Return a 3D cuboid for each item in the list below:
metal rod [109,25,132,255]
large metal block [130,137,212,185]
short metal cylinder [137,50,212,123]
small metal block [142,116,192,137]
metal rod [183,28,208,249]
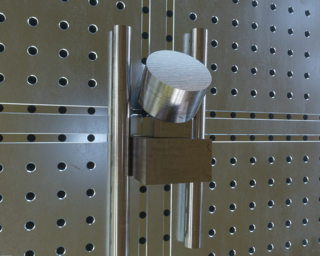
[{"bbox_3d":[-0.050,0.022,0.394,0.025,0.025,0.298,1,90,-20],"label":"metal rod"},{"bbox_3d":[0.009,0.037,0.384,0.081,0.080,0.050,1,90,-20],"label":"large metal block"},{"bbox_3d":[0.017,-0.052,0.382,0.081,0.050,0.080,11,43,-10],"label":"short metal cylinder"},{"bbox_3d":[0.008,-0.001,0.402,0.050,0.050,0.025,1,90,-21],"label":"small metal block"},{"bbox_3d":[0.050,0.013,0.431,0.025,0.025,0.298,2,89,-20],"label":"metal rod"}]
